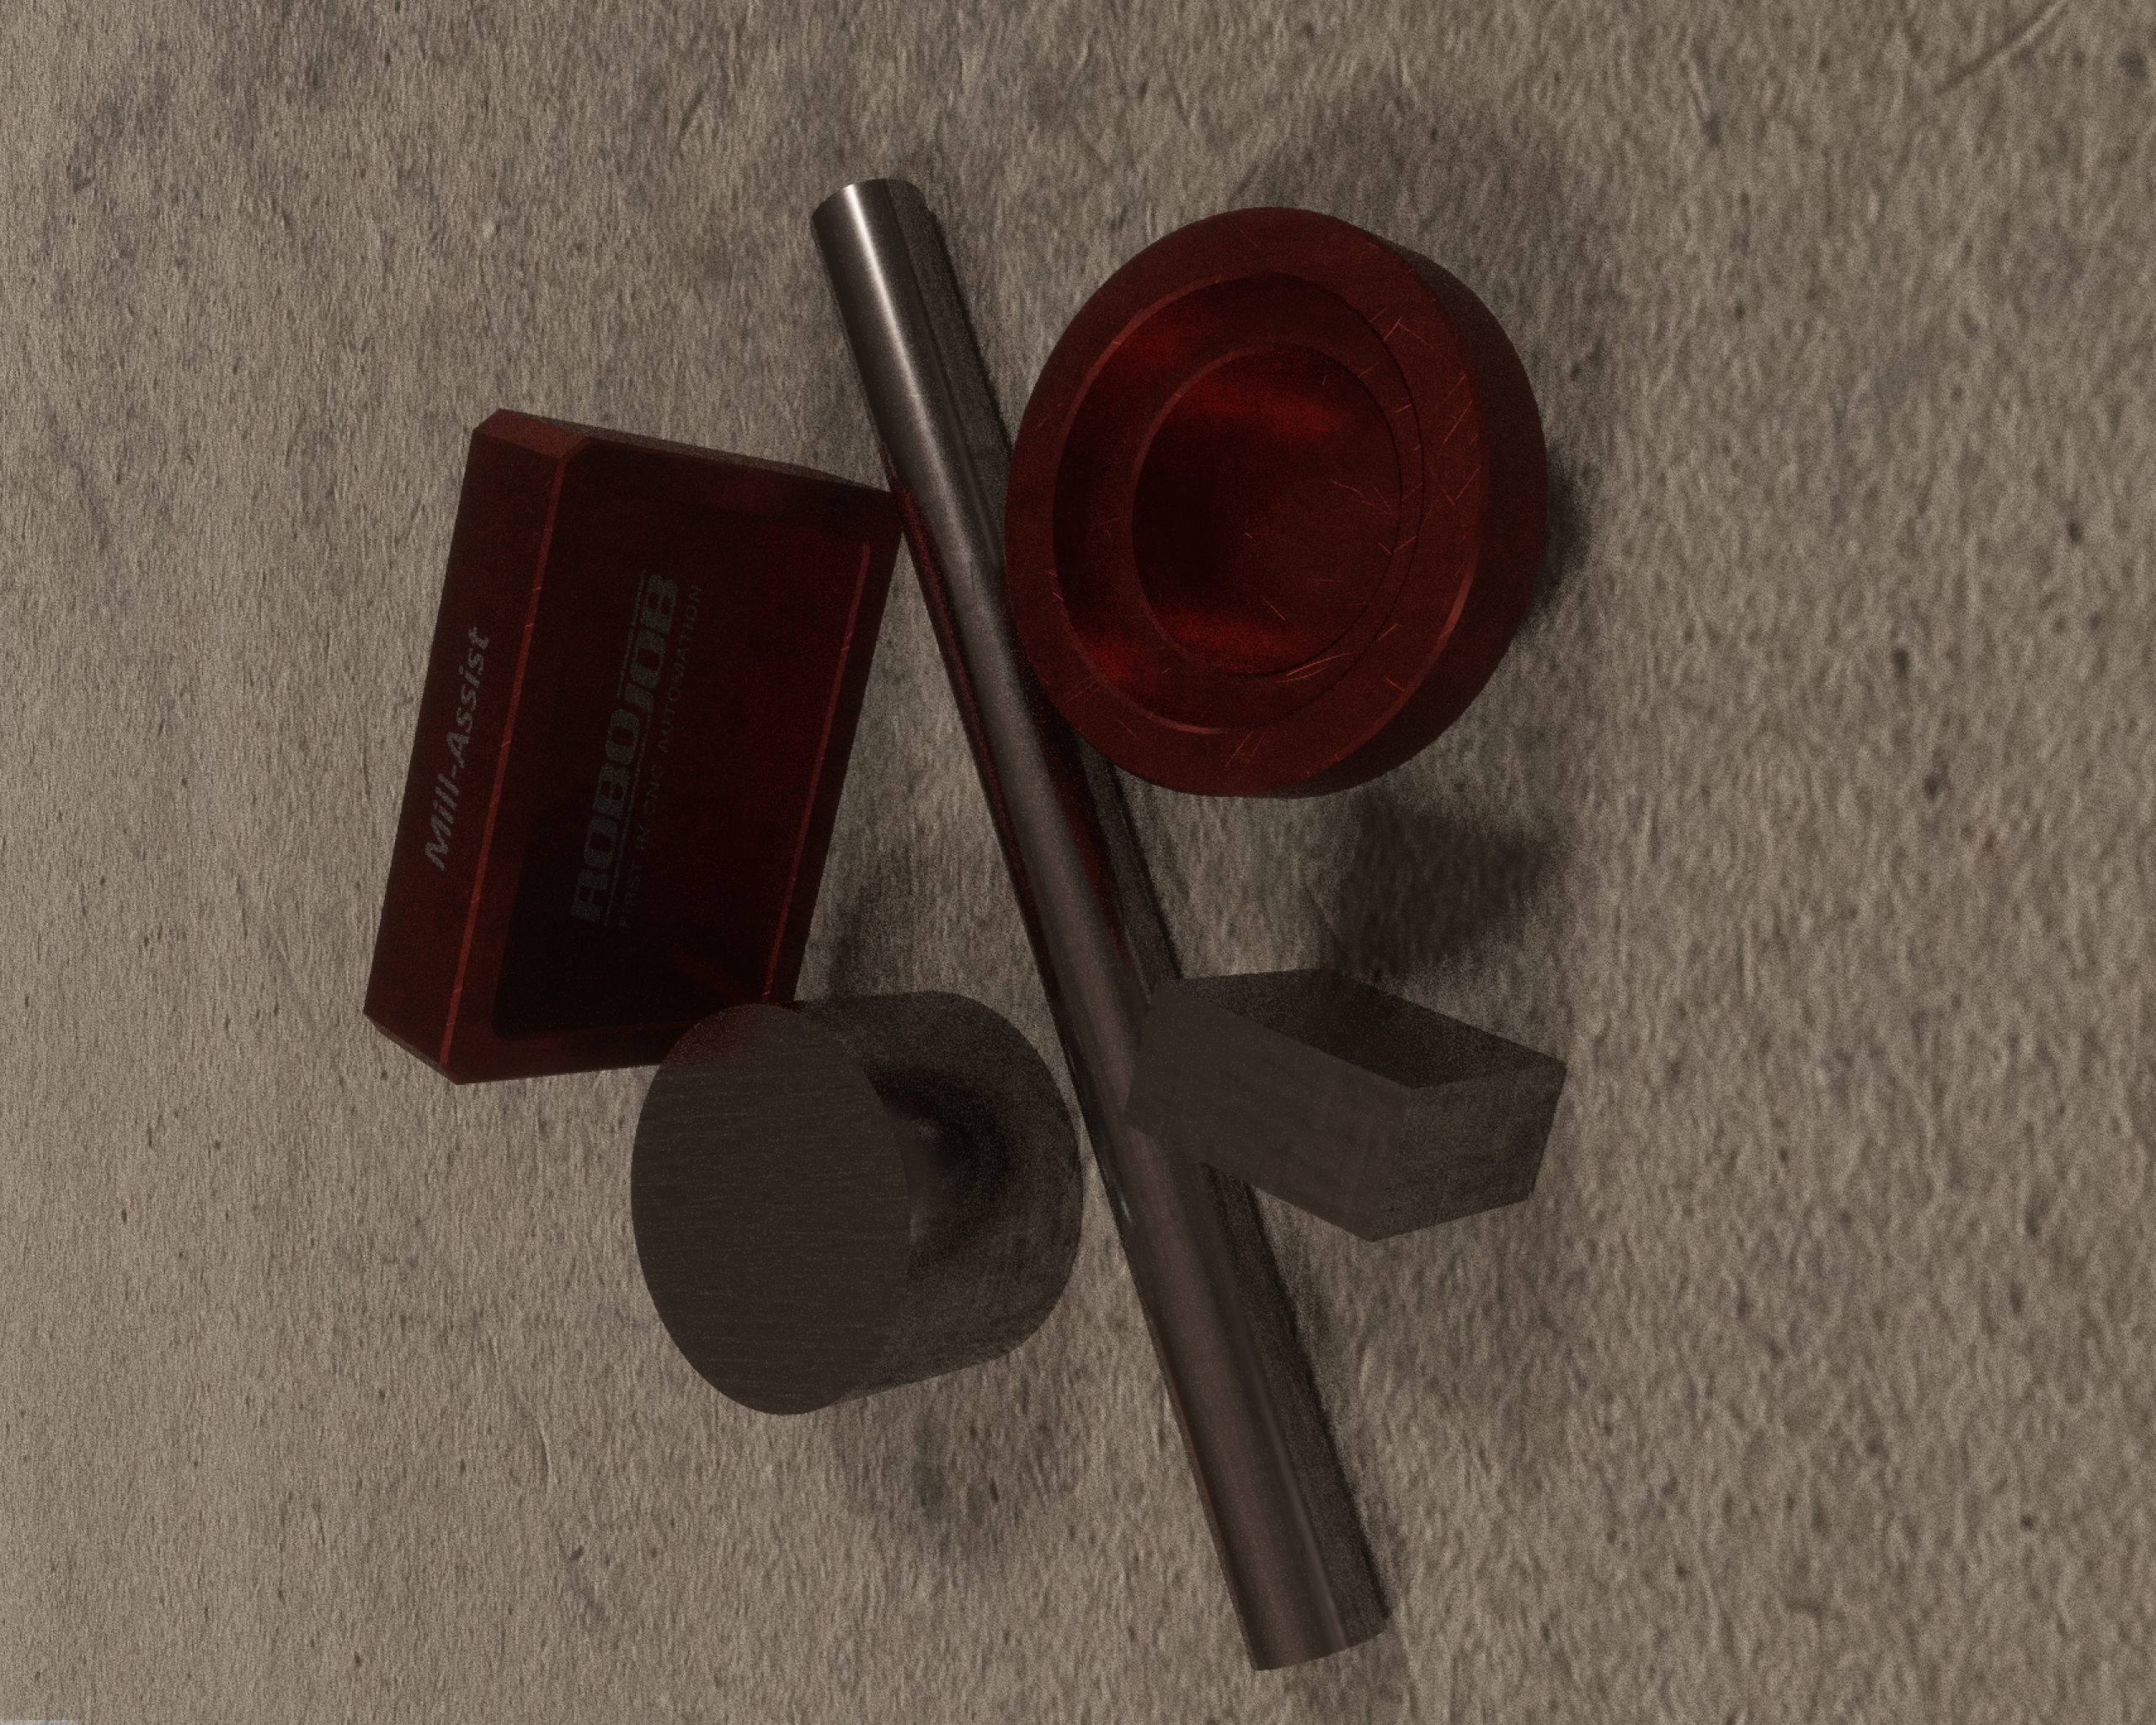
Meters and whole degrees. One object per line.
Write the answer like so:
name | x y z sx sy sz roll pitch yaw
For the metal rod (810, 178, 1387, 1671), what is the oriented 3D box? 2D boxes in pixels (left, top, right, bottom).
metal rod | -0.001 0.001 0.406 0.025 0.025 0.299 -28 73 36

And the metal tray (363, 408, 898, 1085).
metal tray | -0.091 -0.022 0.437 0.030 0.091 0.129 23 105 37

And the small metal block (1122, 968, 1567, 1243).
small metal block | 0.045 0.038 0.348 0.050 0.050 0.025 21 104 37

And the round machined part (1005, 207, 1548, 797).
round machined part | 0.037 -0.060 0.363 0.098 0.042 0.097 0 90 39

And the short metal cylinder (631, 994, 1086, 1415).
short metal cylinder | -0.045 0.067 0.425 0.080 0.050 0.079 0 90 39
